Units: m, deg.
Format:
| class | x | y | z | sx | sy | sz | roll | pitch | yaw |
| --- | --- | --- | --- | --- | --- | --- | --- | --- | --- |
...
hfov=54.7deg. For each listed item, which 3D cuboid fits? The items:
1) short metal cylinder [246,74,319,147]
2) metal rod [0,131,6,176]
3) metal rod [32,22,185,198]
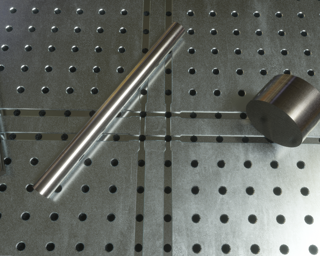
| class | x | y | z | sx | sy | sz | roll | pitch | yaw |
| --- | --- | --- | --- | --- | --- | --- | --- | --- | --- |
| short metal cylinder | 0.158 | -0.021 | 0.392 | 0.080 | 0.080 | 0.050 | 42 | 75 | 13 |
| metal rod | -0.251 | -0.076 | 0.436 | 0.025 | 0.025 | 0.299 | -16 | 71 | -6 |
| metal rod | -0.060 | -0.035 | 0.423 | 0.025 | 0.025 | 0.300 | 34 | 73 | 11 |
